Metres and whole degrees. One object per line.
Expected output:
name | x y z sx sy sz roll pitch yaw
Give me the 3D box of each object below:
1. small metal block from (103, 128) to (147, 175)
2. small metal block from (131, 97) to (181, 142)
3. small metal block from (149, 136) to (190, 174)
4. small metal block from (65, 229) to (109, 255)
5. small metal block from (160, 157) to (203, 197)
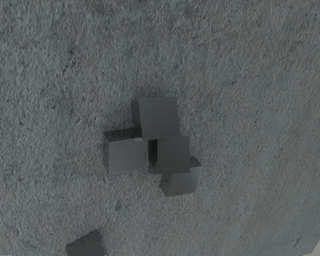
small metal block | -0.045 0.029 0.400 0.050 0.025 0.050 -9 122 -24
small metal block | -0.005 -0.011 0.382 0.050 0.025 0.050 -5 86 -26
small metal block | 0.013 0.036 0.421 0.050 0.025 0.050 2 85 -29
small metal block | -0.104 0.184 0.448 0.050 0.050 0.025 -28 128 -11
small metal block | 0.031 0.074 0.470 0.050 0.025 0.050 -3 120 -27
